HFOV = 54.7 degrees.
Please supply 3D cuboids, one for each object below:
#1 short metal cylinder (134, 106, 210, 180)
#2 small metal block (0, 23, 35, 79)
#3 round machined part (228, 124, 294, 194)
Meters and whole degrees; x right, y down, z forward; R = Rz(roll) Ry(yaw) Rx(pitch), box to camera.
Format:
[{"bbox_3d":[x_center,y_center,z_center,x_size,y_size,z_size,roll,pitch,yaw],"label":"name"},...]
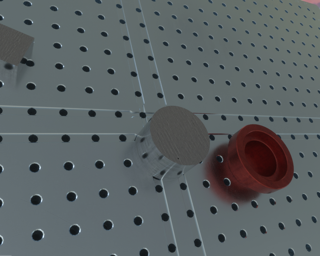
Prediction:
[{"bbox_3d":[0.015,0.019,0.388,0.081,0.050,0.080,14,56,-21],"label":"short metal cylinder"},{"bbox_3d":[-0.184,-0.092,0.365,0.050,0.025,0.050,21,54,-16],"label":"small metal block"},{"bbox_3d":[0.137,0.047,0.443,0.099,0.042,0.098,14,56,-21],"label":"round machined part"}]
